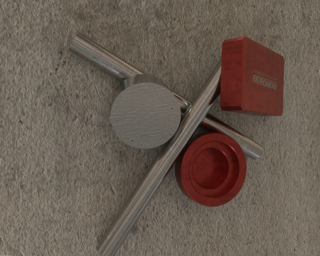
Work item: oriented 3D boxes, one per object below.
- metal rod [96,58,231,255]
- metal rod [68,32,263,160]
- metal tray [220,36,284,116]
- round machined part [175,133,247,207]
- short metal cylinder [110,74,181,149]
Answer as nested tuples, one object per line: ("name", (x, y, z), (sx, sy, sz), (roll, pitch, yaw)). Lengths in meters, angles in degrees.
("metal rod", (0.014, 0.030, 0.397), (0.025, 0.025, 0.300), (35, 85, -17))
("metal rod", (0.021, -0.034, 0.419), (0.301, 0.025, 0.025), (30, 80, -18))
("metal tray", (0.131, -0.064, 0.426), (0.131, 0.030, 0.089), (2, 89, -48))
("round machined part", (0.066, 0.055, 0.426), (0.099, 0.042, 0.097), (0, 90, -20))
("short metal cylinder", (-0.019, -0.021, 0.376), (0.081, 0.050, 0.079), (-3, 111, -7))
